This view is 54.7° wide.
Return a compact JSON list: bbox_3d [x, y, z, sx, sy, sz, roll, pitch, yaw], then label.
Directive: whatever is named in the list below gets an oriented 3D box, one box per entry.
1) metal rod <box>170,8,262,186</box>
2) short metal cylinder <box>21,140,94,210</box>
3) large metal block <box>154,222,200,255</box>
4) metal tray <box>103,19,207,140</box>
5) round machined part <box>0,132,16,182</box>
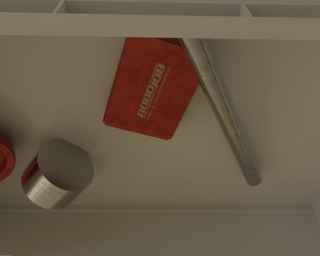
[{"bbox_3d":[0.083,-0.010,0.375,0.025,0.025,0.300,-20,136,16],"label":"metal rod"},{"bbox_3d":[-0.139,0.064,0.425,0.080,0.080,0.050,31,123,-24],"label":"short metal cylinder"},{"bbox_3d":[0.032,0.225,0.568,0.080,0.080,0.050,-6,130,5],"label":"large metal block"},{"bbox_3d":[-0.008,-0.049,0.364,0.091,0.030,0.129,14,129,-13],"label":"metal tray"},{"bbox_3d":[-0.246,0.034,0.409,0.099,0.042,0.097,-16,137,-16],"label":"round machined part"}]
